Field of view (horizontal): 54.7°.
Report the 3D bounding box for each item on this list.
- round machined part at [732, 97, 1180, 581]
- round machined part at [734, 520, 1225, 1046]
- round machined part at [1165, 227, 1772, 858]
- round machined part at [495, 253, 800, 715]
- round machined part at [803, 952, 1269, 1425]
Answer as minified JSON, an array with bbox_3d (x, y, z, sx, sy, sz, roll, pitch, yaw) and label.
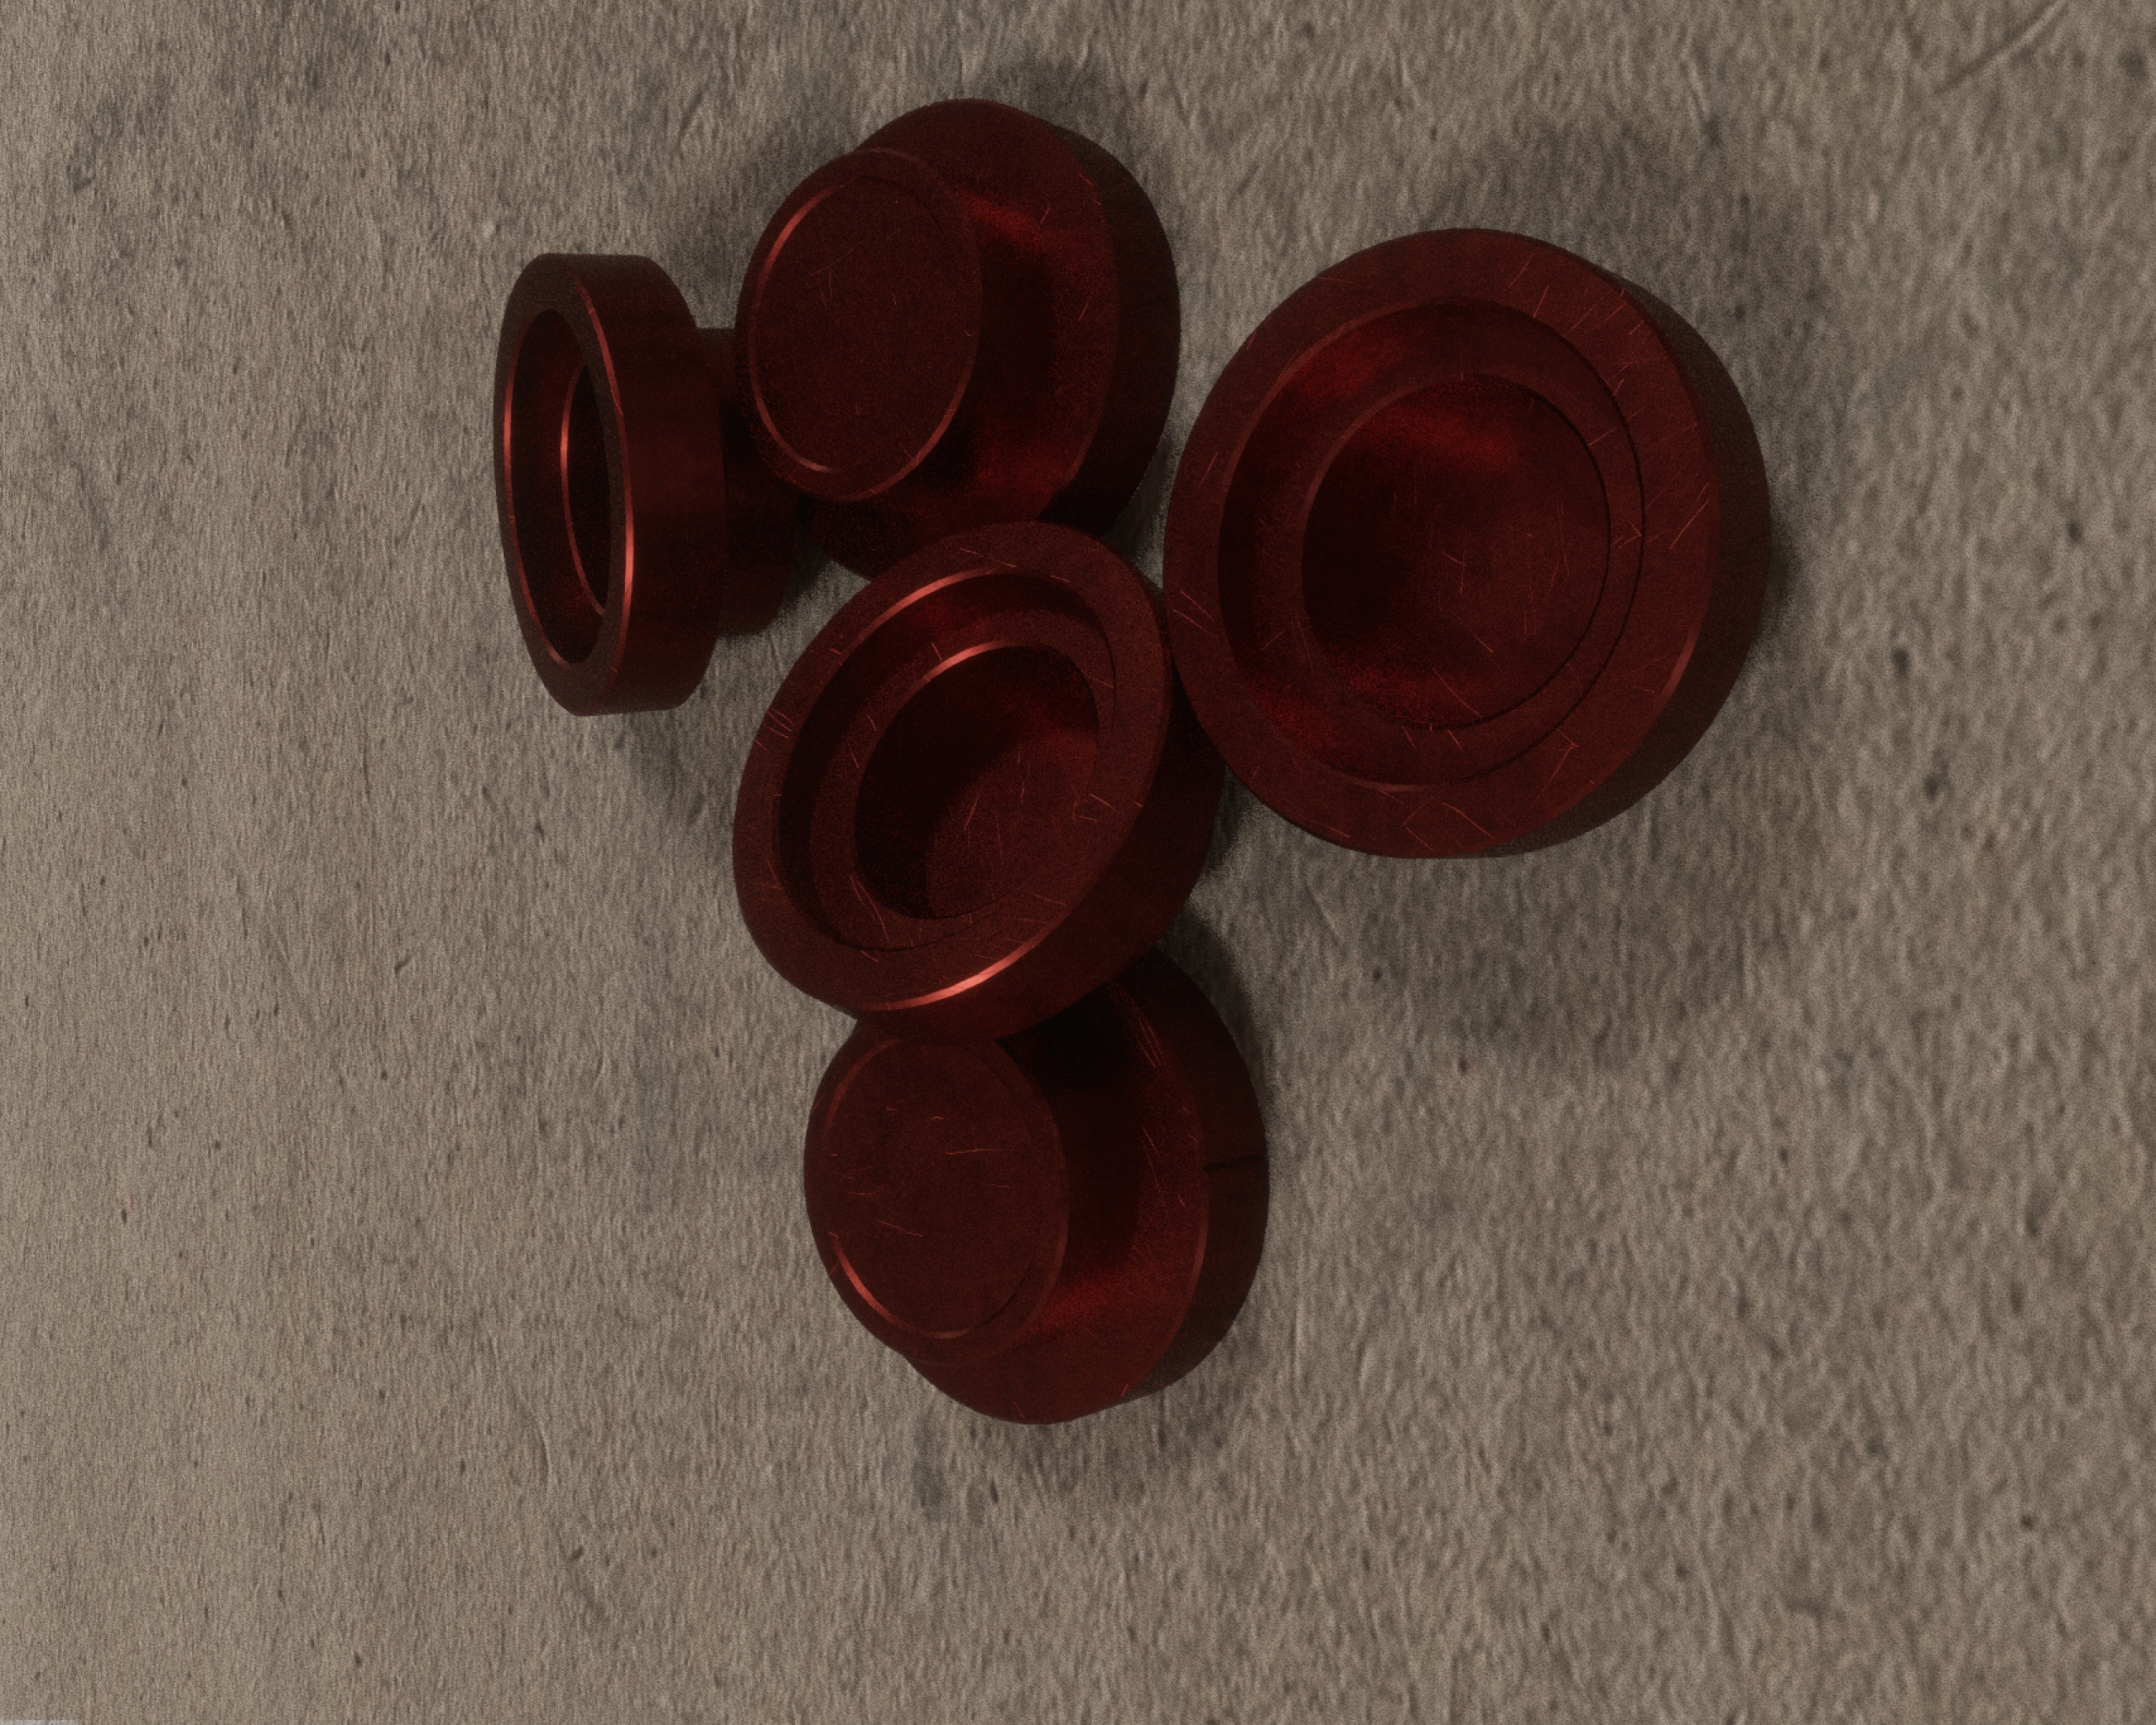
[{"bbox_3d":[-0.031,-0.104,0.418,0.098,0.042,0.097,0,90,39],"label":"round machined part"},{"bbox_3d":[-0.014,-0.012,0.391,0.098,0.042,0.098,-17,58,29],"label":"round machined part"},{"bbox_3d":[0.065,-0.049,0.340,0.098,0.042,0.097,0,90,39],"label":"round machined part"},{"bbox_3d":[-0.093,-0.082,0.456,0.098,0.042,0.097,22,116,57],"label":"round machined part"},{"bbox_3d":[-0.015,0.060,0.405,0.098,0.042,0.097,0,90,39],"label":"round machined part"}]
